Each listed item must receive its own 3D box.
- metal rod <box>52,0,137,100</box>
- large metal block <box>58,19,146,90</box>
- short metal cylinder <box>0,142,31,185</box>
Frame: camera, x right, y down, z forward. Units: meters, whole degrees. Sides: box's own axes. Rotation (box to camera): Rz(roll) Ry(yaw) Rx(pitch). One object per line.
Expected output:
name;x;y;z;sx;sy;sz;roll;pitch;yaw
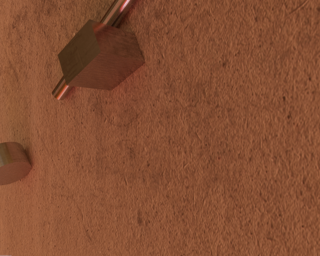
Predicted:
metal rod;-0.088;-0.147;0.477;0.299;0.025;0.025;-44;64;31
large metal block;-0.082;-0.098;0.437;0.080;0.081;0.050;-32;70;35
short metal cylinder;-0.309;0.072;0.624;0.080;0.081;0.050;-48;62;29
